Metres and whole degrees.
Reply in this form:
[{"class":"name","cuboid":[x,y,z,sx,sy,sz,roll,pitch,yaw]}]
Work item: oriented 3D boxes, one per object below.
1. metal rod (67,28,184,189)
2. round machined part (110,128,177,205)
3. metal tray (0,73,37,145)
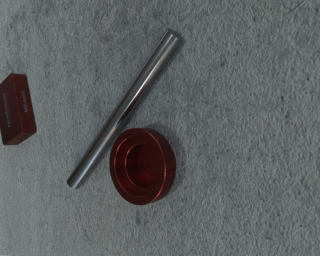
[{"class":"metal rod","cuboid":[-0.063,-0.012,0.453,0.298,0.025,0.025,-52,60,27]},{"class":"round machined part","cuboid":[-0.018,0.048,0.407,0.098,0.042,0.097,0,90,39]},{"class":"metal tray","cuboid":[-0.305,-0.038,0.649,0.090,0.030,0.129,-25,74,36]}]
